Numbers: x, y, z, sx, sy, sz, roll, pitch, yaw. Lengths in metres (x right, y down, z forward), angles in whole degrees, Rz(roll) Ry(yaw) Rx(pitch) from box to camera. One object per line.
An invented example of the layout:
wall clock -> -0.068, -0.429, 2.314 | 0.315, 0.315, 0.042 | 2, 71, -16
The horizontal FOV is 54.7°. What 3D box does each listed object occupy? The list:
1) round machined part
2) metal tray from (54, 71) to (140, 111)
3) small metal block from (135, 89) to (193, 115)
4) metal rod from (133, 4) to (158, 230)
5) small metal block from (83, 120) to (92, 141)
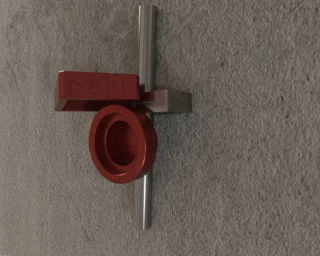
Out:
round machined part -> -0.042, 0.018, 0.392 | 0.098, 0.042, 0.097 | 3, 95, 37
metal tray -> -0.087, -0.043, 0.404 | 0.130, 0.091, 0.030 | 170, 98, -69
small metal block -> 0.005, -0.031, 0.384 | 0.050, 0.050, 0.025 | -2, 89, 39
metal rod -> -0.020, -0.013, 0.421 | 0.025, 0.025, 0.298 | 3, 92, 39
small metal block -> -0.073, -0.001, 0.448 | 0.050, 0.050, 0.025 | -24, 75, 37
